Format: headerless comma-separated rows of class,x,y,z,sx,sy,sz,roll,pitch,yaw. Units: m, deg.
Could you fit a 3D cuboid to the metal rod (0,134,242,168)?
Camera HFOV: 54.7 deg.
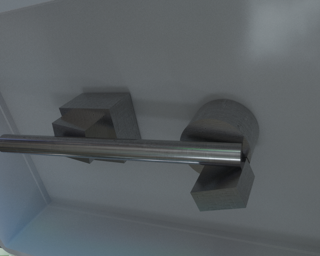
metal rod,-0.061,0.024,0.361,0.301,0.025,0.025,1,119,18

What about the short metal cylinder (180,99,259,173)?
short metal cylinder,0.070,0.013,0.361,0.080,0.050,0.079,13,124,20

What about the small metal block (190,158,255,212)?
small metal block,0.067,0.059,0.325,0.050,0.050,0.025,-15,111,34

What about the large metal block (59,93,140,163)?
large metal block,-0.080,-0.002,0.428,0.080,0.050,0.079,3,120,26

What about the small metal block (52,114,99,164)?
small metal block,-0.109,0.014,0.406,0.050,0.025,0.050,12,123,21
